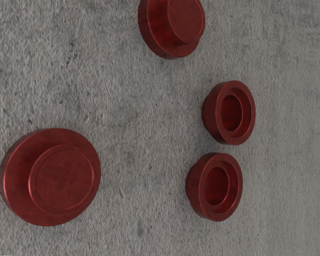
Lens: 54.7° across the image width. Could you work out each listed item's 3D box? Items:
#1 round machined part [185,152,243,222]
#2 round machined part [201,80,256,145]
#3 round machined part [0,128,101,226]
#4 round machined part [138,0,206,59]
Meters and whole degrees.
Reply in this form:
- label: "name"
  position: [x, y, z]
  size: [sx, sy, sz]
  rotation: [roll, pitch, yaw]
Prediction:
- label: "round machined part"
  position: [0.076, 0.084, 0.457]
  size: [0.099, 0.042, 0.097]
  rotation: [0, 90, -40]
- label: "round machined part"
  position: [0.102, -0.023, 0.479]
  size: [0.099, 0.042, 0.097]
  rotation: [0, 90, -40]
- label: "round machined part"
  position: [-0.102, 0.049, 0.308]
  size: [0.099, 0.042, 0.097]
  rotation: [0, 90, -40]
- label: "round machined part"
  position: [0.022, -0.143, 0.412]
  size: [0.099, 0.042, 0.097]
  rotation: [0, 90, -40]
